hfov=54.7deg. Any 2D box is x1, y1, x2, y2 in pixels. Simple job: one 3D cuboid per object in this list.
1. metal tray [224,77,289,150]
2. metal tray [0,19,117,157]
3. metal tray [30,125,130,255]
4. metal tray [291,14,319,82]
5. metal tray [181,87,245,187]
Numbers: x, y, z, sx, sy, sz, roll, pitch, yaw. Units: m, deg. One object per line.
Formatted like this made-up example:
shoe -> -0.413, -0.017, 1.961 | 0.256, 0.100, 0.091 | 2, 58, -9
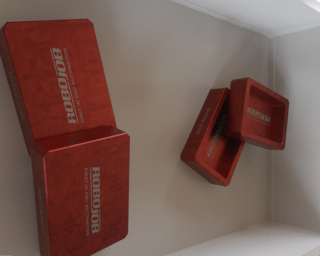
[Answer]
metal tray -> 0.160, -0.019, 0.500 | 0.131, 0.030, 0.090 | 16, 79, -40
metal tray -> -0.101, -0.042, 0.319 | 0.091, 0.030, 0.129 | -19, 103, -39
metal tray -> -0.077, 0.069, 0.317 | 0.091, 0.030, 0.129 | -14, 115, -40
metal tray -> 0.329, -0.174, 0.685 | 0.091, 0.030, 0.129 | 4, 88, -40
metal tray -> 0.093, 0.014, 0.483 | 0.090, 0.030, 0.130 | 40, 65, -33
